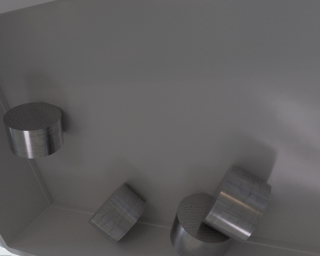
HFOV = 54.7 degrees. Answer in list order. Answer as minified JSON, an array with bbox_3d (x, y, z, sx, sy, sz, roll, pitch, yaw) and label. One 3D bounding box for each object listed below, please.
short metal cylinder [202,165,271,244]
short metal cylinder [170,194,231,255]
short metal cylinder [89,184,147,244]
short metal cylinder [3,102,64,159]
[{"bbox_3d":[0.093,0.092,0.381,0.050,0.080,0.079,28,128,10],"label":"short metal cylinder"},{"bbox_3d":[0.058,0.138,0.428,0.080,0.080,0.050,23,127,14],"label":"short metal cylinder"},{"bbox_3d":[-0.067,0.134,0.491,0.050,0.080,0.080,43,129,-1],"label":"short metal cylinder"},{"bbox_3d":[-0.191,0.002,0.475,0.080,0.080,0.050,18,126,17],"label":"short metal cylinder"}]
